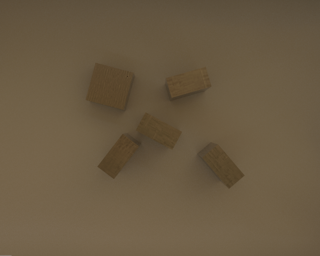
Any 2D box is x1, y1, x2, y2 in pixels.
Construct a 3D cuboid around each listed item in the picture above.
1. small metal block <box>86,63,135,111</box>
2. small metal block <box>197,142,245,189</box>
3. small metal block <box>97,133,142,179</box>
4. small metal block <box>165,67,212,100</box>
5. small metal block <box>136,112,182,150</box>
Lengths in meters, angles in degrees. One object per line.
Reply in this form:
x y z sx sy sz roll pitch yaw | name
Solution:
-0.065 -0.054 0.411 0.050 0.025 0.050 15 90 -1 | small metal block
0.077 0.047 0.400 0.025 0.050 0.050 -41 91 0 | small metal block
-0.050 0.034 0.398 0.025 0.050 0.050 37 90 -1 | small metal block
0.035 -0.056 0.399 0.050 0.050 0.025 -16 90 0 | small metal block
-0.001 0.004 0.399 0.050 0.050 0.025 28 90 -1 | small metal block
